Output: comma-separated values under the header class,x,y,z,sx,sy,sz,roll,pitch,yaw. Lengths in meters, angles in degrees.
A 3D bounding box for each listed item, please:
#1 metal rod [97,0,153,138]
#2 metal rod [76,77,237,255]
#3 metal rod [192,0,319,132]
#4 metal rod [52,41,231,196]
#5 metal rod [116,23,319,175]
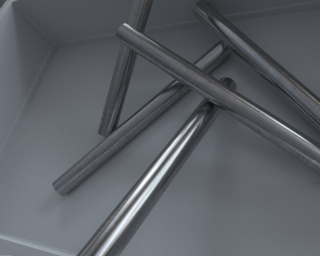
class,x,y,z,sx,sy,sz,roll,pitch,yaw
metal rod,-0.033,-0.130,0.412,0.025,0.025,0.298,27,106,37
metal rod,0.011,0.030,0.296,0.025,0.025,0.301,8,39,32
metal rod,0.128,-0.069,0.363,0.025,0.025,0.300,-37,56,4
metal rod,-0.025,-0.013,0.426,0.300,0.025,0.025,-40,51,0
metal rod,0.066,-0.036,0.338,0.300,0.025,0.025,37,82,21
